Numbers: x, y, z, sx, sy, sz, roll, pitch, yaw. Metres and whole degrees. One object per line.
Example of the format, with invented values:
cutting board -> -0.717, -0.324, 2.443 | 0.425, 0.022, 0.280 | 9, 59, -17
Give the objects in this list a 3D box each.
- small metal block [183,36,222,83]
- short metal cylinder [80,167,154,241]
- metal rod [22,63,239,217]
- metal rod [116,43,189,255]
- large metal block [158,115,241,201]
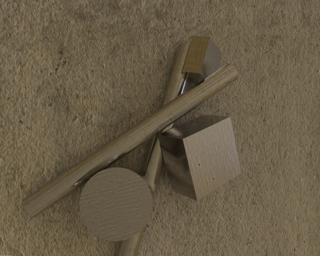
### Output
small metal block -> 0.058, -0.089, 0.419 | 0.050, 0.025, 0.050 | 25, 79, -59
short metal cylinder -> -0.048, 0.086, 0.366 | 0.080, 0.050, 0.080 | 0, 84, 0
metal rod -> -0.028, 0.009, 0.382 | 0.301, 0.025, 0.025 | -34, 102, -10
metal rod -> -0.004, 0.033, 0.408 | 0.025, 0.025, 0.299 | 18, 84, -19
large metal block -> 0.053, 0.034, 0.401 | 0.081, 0.050, 0.080 | -23, 107, -31
